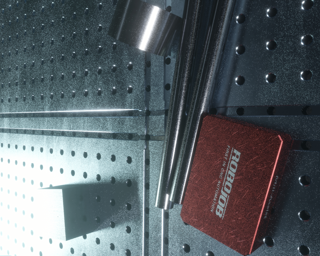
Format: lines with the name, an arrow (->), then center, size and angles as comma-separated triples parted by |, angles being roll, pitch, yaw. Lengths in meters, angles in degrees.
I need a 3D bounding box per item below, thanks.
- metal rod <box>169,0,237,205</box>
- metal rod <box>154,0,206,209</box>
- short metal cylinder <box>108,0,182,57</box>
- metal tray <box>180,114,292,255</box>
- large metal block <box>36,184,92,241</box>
metal rod -> 0.054, -0.055, 0.359 | 0.025, 0.025, 0.298 | 19, 101, 38
metal rod -> 0.027, -0.045, 0.385 | 0.025, 0.025, 0.298 | 14, 99, 39
short metal cylinder -> -0.019, -0.128, 0.387 | 0.080, 0.081, 0.050 | 34, 111, 34
metal tray -> 0.079, 0.058, 0.340 | 0.090, 0.030, 0.129 | 20, 102, 38
large metal block -> -0.164, 0.140, 0.525 | 0.080, 0.050, 0.080 | -10, 84, 39
